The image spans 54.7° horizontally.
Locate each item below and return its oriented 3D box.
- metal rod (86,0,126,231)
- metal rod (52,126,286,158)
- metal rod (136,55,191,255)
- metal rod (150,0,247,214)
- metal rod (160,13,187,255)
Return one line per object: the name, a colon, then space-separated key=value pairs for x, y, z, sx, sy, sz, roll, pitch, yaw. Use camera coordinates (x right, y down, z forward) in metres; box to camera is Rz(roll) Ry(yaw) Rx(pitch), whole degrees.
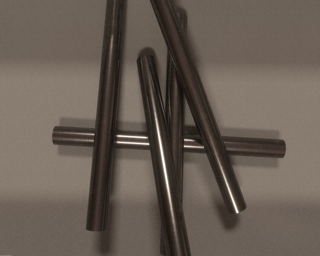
metal rod: x=-0.066 y=-0.027 z=0.390 sx=0.025 sy=0.025 sz=0.298 roll=4 pitch=82 yaw=-1
metal rod: x=0.012 y=0.019 z=0.411 sx=0.302 sy=0.025 sz=0.025 roll=3 pitch=90 yaw=-1
metal rod: x=0.004 y=0.045 z=0.353 sx=0.025 sy=0.025 sz=0.299 roll=-10 pitch=66 yaw=0
metal rod: x=0.045 y=-0.036 z=0.379 sx=0.025 sy=0.025 sz=0.298 roll=-21 pitch=96 yaw=0
metal rod: x=0.018 y=0.000 z=0.388 sx=0.025 sy=0.025 sz=0.298 roll=2 pitch=81 yaw=-1
